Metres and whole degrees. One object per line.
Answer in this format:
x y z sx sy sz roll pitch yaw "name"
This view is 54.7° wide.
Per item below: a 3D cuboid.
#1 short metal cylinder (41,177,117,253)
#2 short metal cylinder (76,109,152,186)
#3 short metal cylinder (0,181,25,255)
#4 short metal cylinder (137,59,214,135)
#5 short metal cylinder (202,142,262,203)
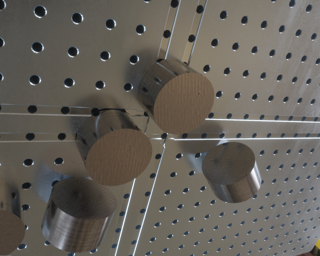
-0.100 0.106 0.386 0.081 0.080 0.050 9 114 -32 "short metal cylinder"
-0.056 0.024 0.379 0.081 0.050 0.079 -14 124 -21 "short metal cylinder"
-0.199 0.106 0.352 0.081 0.050 0.079 -14 124 -21 "short metal cylinder"
0.019 -0.039 0.381 0.081 0.050 0.079 -14 124 -21 "short metal cylinder"
0.111 0.068 0.478 0.080 0.080 0.050 -34 129 -6 "short metal cylinder"
